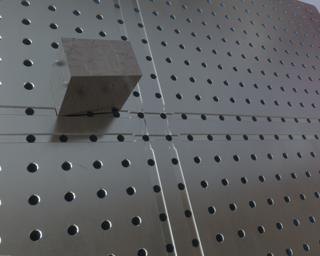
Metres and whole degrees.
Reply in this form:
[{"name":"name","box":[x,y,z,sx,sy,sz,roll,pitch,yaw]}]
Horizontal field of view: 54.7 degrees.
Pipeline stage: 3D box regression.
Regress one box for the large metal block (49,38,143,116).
[{"name":"large metal block","box":[-0.079,-0.059,0.367,0.081,0.080,0.050,-7,66,-32]}]
